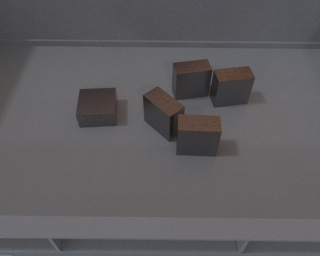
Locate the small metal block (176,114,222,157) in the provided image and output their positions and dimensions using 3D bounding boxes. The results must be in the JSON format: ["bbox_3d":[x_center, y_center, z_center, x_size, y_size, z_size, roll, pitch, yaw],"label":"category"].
[{"bbox_3d":[0.046,0.010,0.381,0.050,0.050,0.025,2,50,2],"label":"small metal block"}]

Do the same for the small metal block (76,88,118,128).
[{"bbox_3d":[-0.086,-0.029,0.428,0.050,0.025,0.050,-3,50,-3],"label":"small metal block"}]

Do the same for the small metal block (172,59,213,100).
[{"bbox_3d":[0.045,-0.069,0.447,0.050,0.050,0.025,-8,51,-7],"label":"small metal block"}]

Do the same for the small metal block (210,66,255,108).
[{"bbox_3d":[0.101,-0.058,0.438,0.050,0.050,0.025,-7,51,-6],"label":"small metal block"}]

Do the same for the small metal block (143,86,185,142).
[{"bbox_3d":[0.004,-0.018,0.404,0.025,0.050,0.050,-35,58,-25],"label":"small metal block"}]
